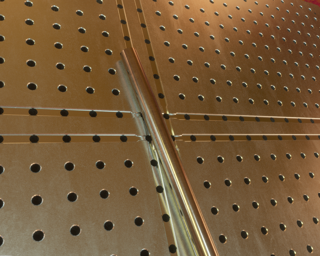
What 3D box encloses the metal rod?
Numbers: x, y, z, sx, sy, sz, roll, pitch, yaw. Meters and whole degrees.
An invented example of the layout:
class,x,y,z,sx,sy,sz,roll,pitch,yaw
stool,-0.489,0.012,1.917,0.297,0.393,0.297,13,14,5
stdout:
class,x,y,z,sx,sy,sz,roll,pitch,yaw
metal rod,0.005,0.022,0.396,0.025,0.025,0.299,-8,66,-32
